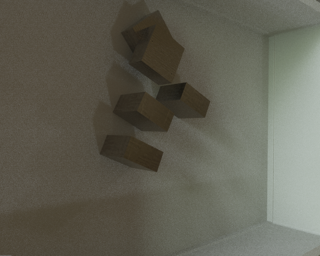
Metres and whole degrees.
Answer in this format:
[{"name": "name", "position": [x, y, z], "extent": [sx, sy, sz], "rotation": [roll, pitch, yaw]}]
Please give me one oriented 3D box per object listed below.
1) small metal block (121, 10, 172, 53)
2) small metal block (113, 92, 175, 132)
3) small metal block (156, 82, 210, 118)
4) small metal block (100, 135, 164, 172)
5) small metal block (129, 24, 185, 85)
[{"name": "small metal block", "position": [-0.013, -0.114, 0.397], "extent": [0.050, 0.025, 0.050], "rotation": [-46, 118, -30]}, {"name": "small metal block", "position": [-0.020, -0.018, 0.375], "extent": [0.050, 0.050, 0.025], "rotation": [35, 69, -35]}, {"name": "small metal block", "position": [0.030, -0.036, 0.418], "extent": [0.050, 0.050, 0.025], "rotation": [32, 70, -36]}, {"name": "small metal block", "position": [-0.033, 0.030, 0.364], "extent": [0.050, 0.050, 0.025], "rotation": [29, 72, -37]}, {"name": "small metal block", "position": [-0.003, -0.087, 0.374], "extent": [0.050, 0.025, 0.050], "rotation": [31, 71, -36]}]
